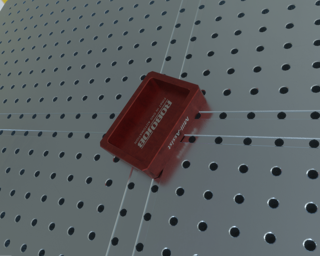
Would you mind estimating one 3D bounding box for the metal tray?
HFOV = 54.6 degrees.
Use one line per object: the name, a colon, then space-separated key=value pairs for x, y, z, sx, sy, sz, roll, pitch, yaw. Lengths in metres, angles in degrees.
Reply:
metal tray: x=-0.010 y=-0.009 z=0.416 sx=0.090 sy=0.030 sz=0.130 roll=24 pitch=75 yaw=36
